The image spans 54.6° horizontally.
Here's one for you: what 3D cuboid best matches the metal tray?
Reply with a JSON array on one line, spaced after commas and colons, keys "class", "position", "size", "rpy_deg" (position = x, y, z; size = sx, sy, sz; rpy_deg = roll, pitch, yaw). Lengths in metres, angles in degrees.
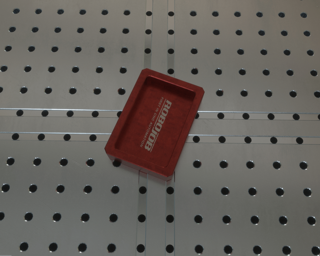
[{"class": "metal tray", "position": [-0.005, -0.007, 0.411], "size": [0.090, 0.030, 0.130], "rpy_deg": [21, 71, 7]}]
